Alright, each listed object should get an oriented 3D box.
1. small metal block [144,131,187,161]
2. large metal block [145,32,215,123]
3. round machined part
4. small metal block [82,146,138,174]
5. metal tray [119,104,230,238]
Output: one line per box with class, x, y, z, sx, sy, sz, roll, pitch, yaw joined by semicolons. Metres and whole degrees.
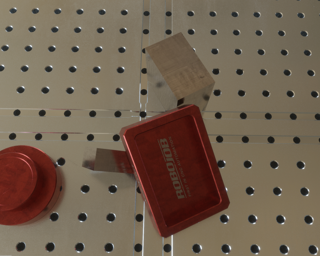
small metal block;0.008;0.027;0.402;0.050;0.025;0.050;10;70;3
large metal block;0.023;-0.062;0.405;0.050;0.080;0.080;-27;72;-10
round machined part;-0.175;0.067;0.376;0.099;0.042;0.098;0;70;-1
small metal block;-0.061;0.038;0.372;0.050;0.050;0.025;9;85;-28
metal tray;0.018;0.047;0.357;0.091;0.030;0.129;-21;99;-14
